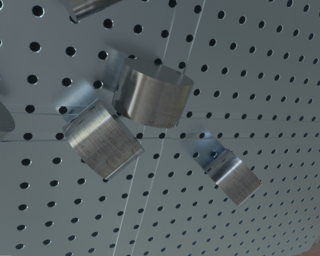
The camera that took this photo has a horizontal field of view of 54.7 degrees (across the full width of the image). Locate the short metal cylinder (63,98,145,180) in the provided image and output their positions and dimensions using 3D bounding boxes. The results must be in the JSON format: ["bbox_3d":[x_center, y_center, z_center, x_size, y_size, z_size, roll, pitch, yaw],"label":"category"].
[{"bbox_3d":[-0.062,0.012,0.350,0.050,0.080,0.080,-40,130,-1],"label":"short metal cylinder"}]

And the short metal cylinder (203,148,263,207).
[{"bbox_3d":[0.114,0.078,0.489,0.050,0.080,0.080,-43,130,1],"label":"short metal cylinder"}]

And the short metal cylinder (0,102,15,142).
[{"bbox_3d":[-0.179,-0.009,0.273,0.050,0.080,0.080,-43,130,1],"label":"short metal cylinder"}]

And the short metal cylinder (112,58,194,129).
[{"bbox_3d":[-0.008,-0.040,0.347,0.081,0.080,0.050,6,116,-31],"label":"short metal cylinder"}]

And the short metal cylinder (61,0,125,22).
[{"bbox_3d":[-0.066,-0.136,0.256,0.050,0.080,0.080,-29,129,-10],"label":"short metal cylinder"}]
